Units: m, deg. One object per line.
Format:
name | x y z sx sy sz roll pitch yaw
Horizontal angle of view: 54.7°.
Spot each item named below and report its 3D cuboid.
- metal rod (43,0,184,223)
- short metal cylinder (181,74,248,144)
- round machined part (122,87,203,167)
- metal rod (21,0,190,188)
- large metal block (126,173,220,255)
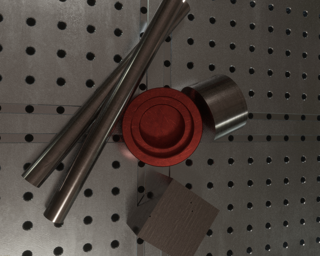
metal rod | -0.054 -0.025 0.371 0.025 0.025 0.299 29 88 -18
short metal cylinder | 0.069 -0.025 0.410 0.050 0.080 0.080 -24 98 -19
round machined part | 0.002 -0.003 0.395 0.099 0.042 0.097 0 97 -2
metal rod | -0.059 -0.053 0.391 0.025 0.025 0.300 42 77 -16
large metal block | 0.017 0.117 0.407 0.080 0.050 0.080 37 78 -17
